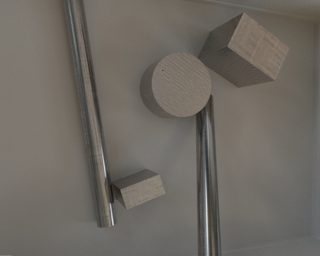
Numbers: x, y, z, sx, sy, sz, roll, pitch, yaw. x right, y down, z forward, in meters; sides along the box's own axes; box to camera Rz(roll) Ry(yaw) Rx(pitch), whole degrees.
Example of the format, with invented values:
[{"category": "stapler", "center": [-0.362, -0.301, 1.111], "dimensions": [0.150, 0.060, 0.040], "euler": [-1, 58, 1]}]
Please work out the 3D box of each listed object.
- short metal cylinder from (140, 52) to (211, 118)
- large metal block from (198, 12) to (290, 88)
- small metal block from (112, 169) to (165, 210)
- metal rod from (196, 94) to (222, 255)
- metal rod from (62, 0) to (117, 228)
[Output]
[{"category": "short metal cylinder", "center": [0.019, -0.054, 0.405], "dimensions": [0.081, 0.050, 0.079], "euler": [0, 90, -20]}, {"category": "large metal block", "center": [0.111, -0.101, 0.424], "dimensions": [0.080, 0.080, 0.050], "euler": [29, 80, -18]}, {"category": "small metal block", "center": [-0.028, 0.075, 0.388], "dimensions": [0.050, 0.050, 0.025], "euler": [-19, 97, -19]}, {"category": "metal rod", "center": [0.056, 0.086, 0.360], "dimensions": [0.025, 0.025, 0.299], "euler": [16, 57, -20]}, {"category": "metal rod", "center": [-0.087, -0.028, 0.378], "dimensions": [0.025, 0.025, 0.298], "euler": [-9, 93, -20]}]
